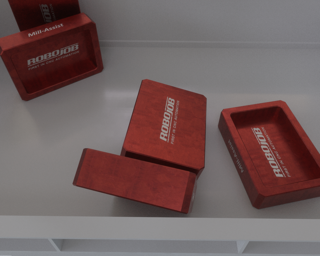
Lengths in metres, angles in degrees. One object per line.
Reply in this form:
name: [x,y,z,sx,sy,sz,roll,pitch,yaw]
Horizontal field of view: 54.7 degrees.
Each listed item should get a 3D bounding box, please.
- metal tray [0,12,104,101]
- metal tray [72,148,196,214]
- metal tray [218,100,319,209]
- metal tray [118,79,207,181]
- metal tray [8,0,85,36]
metal tray: [-0.152,-0.102,0.447,0.131,0.090,0.030,-27,55,-21]
metal tray: [-0.013,0.054,0.291,0.090,0.130,0.030,12,77,10]
metal tray: [0.135,0.026,0.380,0.091,0.030,0.130,-9,51,-8]
metal tray: [0.009,-0.001,0.381,0.091,0.030,0.130,15,44,-5]
metal tray: [-0.165,-0.159,0.470,0.091,0.129,0.030,-15,52,-12]
